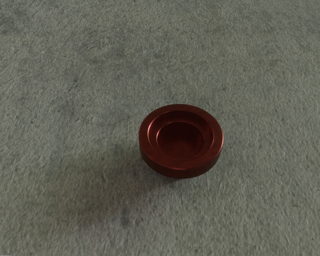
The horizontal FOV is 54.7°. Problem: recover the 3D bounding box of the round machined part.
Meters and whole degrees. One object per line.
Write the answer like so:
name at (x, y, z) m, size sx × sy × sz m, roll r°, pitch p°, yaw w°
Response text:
round machined part at (0.024, 0.020, 0.376) m, size 0.099 × 0.042 × 0.098 m, roll 0°, pitch 50°, yaw 0°
